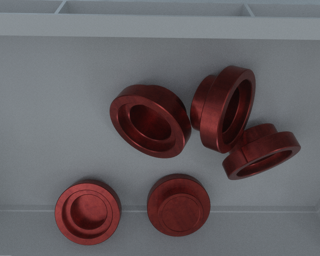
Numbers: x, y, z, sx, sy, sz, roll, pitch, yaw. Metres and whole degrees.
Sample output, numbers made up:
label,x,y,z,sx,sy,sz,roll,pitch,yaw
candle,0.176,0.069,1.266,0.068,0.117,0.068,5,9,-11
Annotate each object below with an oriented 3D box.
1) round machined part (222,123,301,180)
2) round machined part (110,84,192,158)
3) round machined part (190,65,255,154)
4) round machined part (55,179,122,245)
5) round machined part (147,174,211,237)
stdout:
label,x,y,z,sx,sy,sz,roll,pitch,yaw
round machined part,0.127,0.029,0.405,0.099,0.042,0.098,-17,155,-8
round machined part,-0.007,-0.012,0.370,0.098,0.042,0.097,20,141,18
round machined part,0.070,-0.023,0.355,0.042,0.098,0.097,21,138,30
round machined part,-0.109,0.128,0.486,0.099,0.042,0.097,0,95,1
round machined part,0.030,0.123,0.476,0.099,0.042,0.097,-1,101,-4
